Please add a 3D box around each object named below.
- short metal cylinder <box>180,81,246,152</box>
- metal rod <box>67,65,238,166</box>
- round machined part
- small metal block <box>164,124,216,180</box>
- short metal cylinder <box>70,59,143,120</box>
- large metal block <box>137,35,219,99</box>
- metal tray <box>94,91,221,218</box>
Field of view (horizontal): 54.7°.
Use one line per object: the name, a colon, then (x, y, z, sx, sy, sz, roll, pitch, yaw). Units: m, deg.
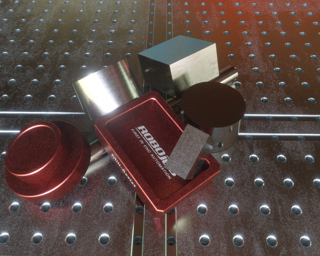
short metal cylinder: (0.066, -0.015, 0.404, 0.081, 0.050, 0.080, 0, 50, 0)
metal rod: (-0.008, -0.014, 0.421, 0.302, 0.025, 0.025, -31, 57, -23)
round machined part: (-0.133, 0.031, 0.352, 0.098, 0.042, 0.098, -8, 55, 13)
small metal block: (0.034, 0.027, 0.331, 0.025, 0.050, 0.050, 29, 91, 20)
short metal cylinder: (-0.069, -0.051, 0.407, 0.080, 0.050, 0.080, -24, 12, 6)
large metal block: (0.027, -0.093, 0.455, 0.081, 0.050, 0.080, -30, 37, -23)
metal tray: (-0.005, 0.026, 0.364, 0.091, 0.030, 0.130, -31, 69, -23)
